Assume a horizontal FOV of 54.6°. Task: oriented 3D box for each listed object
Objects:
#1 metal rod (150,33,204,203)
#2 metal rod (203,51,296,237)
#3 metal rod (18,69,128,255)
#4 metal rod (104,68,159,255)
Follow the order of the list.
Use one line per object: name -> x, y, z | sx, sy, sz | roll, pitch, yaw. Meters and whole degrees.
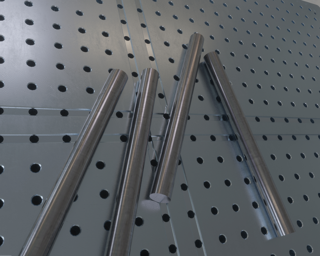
metal rod -> 0.032, -0.036, 0.446 | 0.025, 0.025, 0.300 | 25, 53, -13
metal rod -> 0.127, 0.010, 0.469 | 0.025, 0.025, 0.299 | -3, 63, -30
metal rod -> -0.091, 0.045, 0.331 | 0.025, 0.025, 0.300 | 26, 53, -12
metal rod -> -0.031, 0.045, 0.363 | 0.025, 0.025, 0.300 | 20, 54, -17
